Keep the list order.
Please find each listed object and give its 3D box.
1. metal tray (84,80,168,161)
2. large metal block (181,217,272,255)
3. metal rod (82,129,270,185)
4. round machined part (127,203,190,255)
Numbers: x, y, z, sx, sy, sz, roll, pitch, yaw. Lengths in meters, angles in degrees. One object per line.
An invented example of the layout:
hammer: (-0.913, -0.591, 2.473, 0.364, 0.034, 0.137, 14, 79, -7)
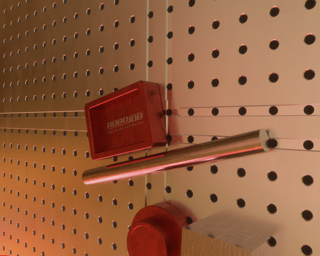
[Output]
metal tray: (-0.054, -0.007, 0.450, 0.130, 0.030, 0.090, -16, 80, 39)
large metal block: (0.069, 0.152, 0.336, 0.080, 0.050, 0.079, 6, 94, 40)
metal rod: (-0.004, 0.047, 0.412, 0.300, 0.025, 0.025, -17, 79, 38)
round machined part: (-0.005, 0.151, 0.403, 0.098, 0.042, 0.097, 0, 90, 40)
